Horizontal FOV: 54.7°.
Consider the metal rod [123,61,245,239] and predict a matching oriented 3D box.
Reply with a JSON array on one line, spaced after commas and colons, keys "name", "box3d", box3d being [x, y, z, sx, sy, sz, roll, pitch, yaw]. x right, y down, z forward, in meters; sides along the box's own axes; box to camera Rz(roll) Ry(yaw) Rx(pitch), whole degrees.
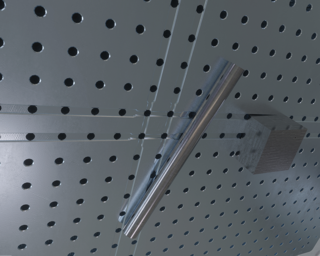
[{"name": "metal rod", "box3d": [0.028, 0.041, 0.451, 0.025, 0.025, 0.299, 21, 107, -36]}]

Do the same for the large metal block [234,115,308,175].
[{"name": "large metal block", "box3d": [0.180, 0.026, 0.509, 0.081, 0.050, 0.079, -2, 119, -28]}]
